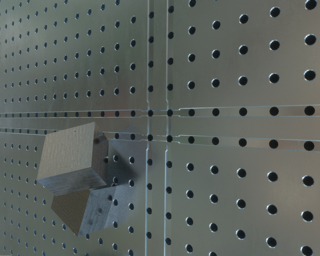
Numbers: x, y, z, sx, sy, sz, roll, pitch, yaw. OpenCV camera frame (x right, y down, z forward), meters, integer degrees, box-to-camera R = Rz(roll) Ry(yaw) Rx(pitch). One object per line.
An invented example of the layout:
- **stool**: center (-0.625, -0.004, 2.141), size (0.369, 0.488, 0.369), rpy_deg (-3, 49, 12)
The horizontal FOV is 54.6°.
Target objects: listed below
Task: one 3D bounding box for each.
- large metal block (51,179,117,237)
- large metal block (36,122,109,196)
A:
- **large metal block**: center (-0.124, 0.111, 0.497), size (0.080, 0.050, 0.080), rpy_deg (29, 108, 36)
- **large metal block**: center (-0.124, 0.046, 0.457), size (0.080, 0.050, 0.080), rpy_deg (-14, 49, 9)
